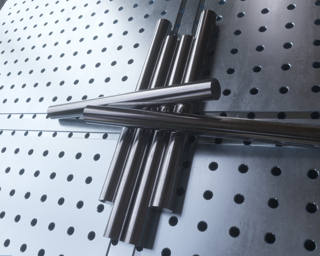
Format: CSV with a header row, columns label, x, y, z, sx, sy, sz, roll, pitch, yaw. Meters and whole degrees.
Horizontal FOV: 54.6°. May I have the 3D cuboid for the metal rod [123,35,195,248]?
label,x,y,z,sx,sy,sz,roll,pitch,yaw
metal rod,0.007,-0.001,0.407,0.025,0.025,0.300,1,62,29

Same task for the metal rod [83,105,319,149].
label,x,y,z,sx,sy,sz,roll,pitch,yaw
metal rod,0.044,-0.004,0.362,0.301,0.025,0.025,6,65,21

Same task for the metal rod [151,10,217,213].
label,x,y,z,sx,sy,sz,roll,pitch,yaw
metal rod,0.039,-0.040,0.412,0.025,0.025,0.300,1,62,29

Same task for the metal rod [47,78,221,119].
label,x,y,z,sx,sy,sz,roll,pitch,yaw
metal rod,-0.058,-0.035,0.432,0.300,0.025,0.025,-4,60,36

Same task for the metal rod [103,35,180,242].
label,x,y,z,sx,sy,sz,roll,pitch,yaw
metal rod,-0.017,-0.003,0.419,0.025,0.025,0.300,2,62,29

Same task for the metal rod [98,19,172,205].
label,x,y,z,sx,sy,sz,roll,pitch,yaw
metal rod,-0.029,-0.039,0.447,0.025,0.025,0.300,1,62,29
